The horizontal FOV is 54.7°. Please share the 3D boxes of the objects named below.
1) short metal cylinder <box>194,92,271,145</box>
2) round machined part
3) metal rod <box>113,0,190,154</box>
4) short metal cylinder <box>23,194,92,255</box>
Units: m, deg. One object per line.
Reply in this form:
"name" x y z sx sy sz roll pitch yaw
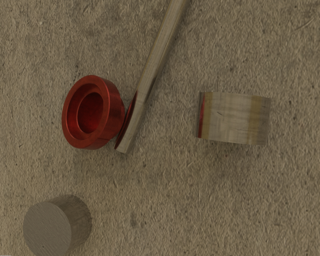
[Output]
"short metal cylinder" 0.081 -0.011 0.351 0.080 0.080 0.050 7 93 19
"round machined part" -0.086 -0.019 0.417 0.098 0.042 0.098 -9 75 38
"metal rod" 0.003 -0.107 0.407 0.025 0.025 0.298 24 98 18
"short metal cylinder" -0.147 0.141 0.446 0.080 0.050 0.079 0 90 19
